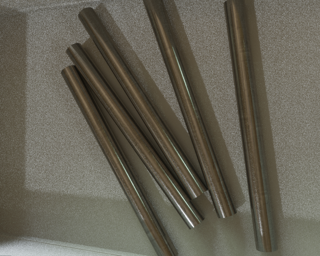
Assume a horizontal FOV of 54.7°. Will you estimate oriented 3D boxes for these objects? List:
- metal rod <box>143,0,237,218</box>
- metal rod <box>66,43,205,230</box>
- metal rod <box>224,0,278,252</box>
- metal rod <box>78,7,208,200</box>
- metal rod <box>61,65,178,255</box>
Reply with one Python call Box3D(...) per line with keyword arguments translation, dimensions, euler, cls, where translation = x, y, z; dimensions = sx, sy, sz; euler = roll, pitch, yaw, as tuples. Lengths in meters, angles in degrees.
Box3D(translation=(0.036, -0.034, 0.397), dimensions=(0.025, 0.025, 0.299), euler=(-21, 83, 18), cls="metal rod")
Box3D(translation=(-0.039, 0.003, 0.423), dimensions=(0.025, 0.025, 0.299), euler=(-39, 78, 15), cls="metal rod")
Box3D(translation=(0.108, -0.006, 0.372), dimensions=(0.025, 0.025, 0.298), euler=(-8, 87, 19), cls="metal rod")
Box3D(translation=(-0.028, -0.040, 0.419), dimensions=(0.025, 0.025, 0.299), euler=(-35, 79, 16), cls="metal rod")
Box3D(translation=(-0.060, 0.043, 0.430), dimensions=(0.025, 0.025, 0.299), euler=(-33, 80, 17), cls="metal rod")
